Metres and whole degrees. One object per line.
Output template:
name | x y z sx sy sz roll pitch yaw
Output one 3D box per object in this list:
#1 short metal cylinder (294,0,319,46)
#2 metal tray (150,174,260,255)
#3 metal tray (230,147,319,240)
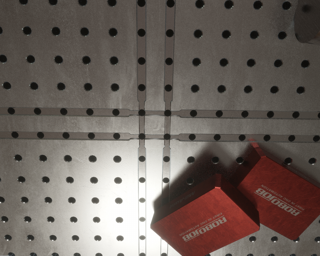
short metal cylinder | 0.191 -0.130 0.339 0.050 0.080 0.079 7 110 -3
metal tray | 0.062 0.131 0.441 0.130 0.030 0.090 -38 105 27
metal tray | 0.168 0.097 0.449 0.131 0.030 0.090 30 107 -11
